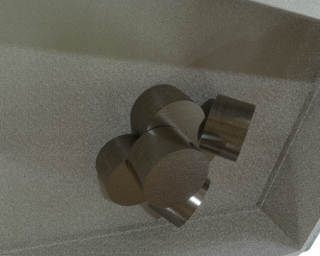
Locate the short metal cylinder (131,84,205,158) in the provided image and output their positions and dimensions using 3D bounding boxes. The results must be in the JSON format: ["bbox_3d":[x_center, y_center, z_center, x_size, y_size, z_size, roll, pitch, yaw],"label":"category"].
[{"bbox_3d":[0.010,-0.009,0.391,0.081,0.050,0.079,-14,125,-21],"label":"short metal cylinder"}]

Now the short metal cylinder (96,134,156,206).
[{"bbox_3d":[-0.038,0.055,0.406,0.081,0.050,0.079,-14,125,-21],"label":"short metal cylinder"}]

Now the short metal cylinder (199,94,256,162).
[{"bbox_3d":[0.090,0.000,0.415,0.080,0.050,0.080,18,91,-77],"label":"short metal cylinder"}]

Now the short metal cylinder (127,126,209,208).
[{"bbox_3d":[0.009,0.045,0.358,0.081,0.050,0.079,-14,125,-21],"label":"short metal cylinder"}]

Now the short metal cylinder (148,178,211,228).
[{"bbox_3d":[0.027,0.091,0.435,0.050,0.080,0.080,35,101,2],"label":"short metal cylinder"}]
